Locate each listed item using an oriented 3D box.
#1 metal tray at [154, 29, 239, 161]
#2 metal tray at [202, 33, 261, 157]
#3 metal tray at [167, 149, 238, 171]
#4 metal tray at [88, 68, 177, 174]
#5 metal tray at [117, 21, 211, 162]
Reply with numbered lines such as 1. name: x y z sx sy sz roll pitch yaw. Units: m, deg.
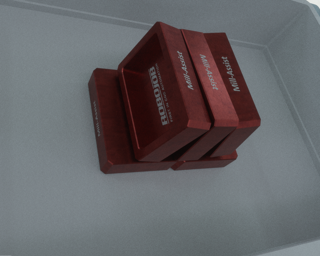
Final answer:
1. metal tray: 0.034 -0.038 0.362 0.030 0.090 0.130 0 60 -28
2. metal tray: 0.070 -0.040 0.382 0.030 0.090 0.130 -7 65 -15
3. metal tray: 0.046 -0.009 0.430 0.091 0.030 0.130 0 62 -28
4. metal tray: -0.035 -0.011 0.387 0.091 0.030 0.130 0 62 -28
5. metal tray: -0.002 -0.038 0.342 0.030 0.090 0.130 8 57 -39
